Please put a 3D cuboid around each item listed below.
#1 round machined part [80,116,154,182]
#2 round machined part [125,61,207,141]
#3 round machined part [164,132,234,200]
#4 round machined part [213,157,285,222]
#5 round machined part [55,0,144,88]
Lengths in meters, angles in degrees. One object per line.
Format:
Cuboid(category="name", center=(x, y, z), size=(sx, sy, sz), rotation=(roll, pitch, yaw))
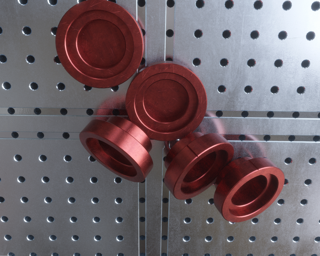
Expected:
Cuboid(category="round machined part", center=(-0.050, 0.023, 0.394), size=(0.098, 0.098, 0.042), rotation=(43, 62, -15))
Cuboid(category="round machined part", center=(0.007, -0.036, 0.391), size=(0.099, 0.042, 0.097), rotation=(0, 110, -1))
Cuboid(category="round machined part", center=(0.045, 0.044, 0.403), size=(0.099, 0.042, 0.097), rotation=(-26, 142, -22))
Cuboid(category="round machined part", center=(0.115, 0.078, 0.422), size=(0.099, 0.042, 0.097), rotation=(-14, 128, -18))
Cuboid(category="round machined part", center=(-0.068, -0.099, 0.367), size=(0.099, 0.042, 0.097), rotation=(0, 110, -1))
